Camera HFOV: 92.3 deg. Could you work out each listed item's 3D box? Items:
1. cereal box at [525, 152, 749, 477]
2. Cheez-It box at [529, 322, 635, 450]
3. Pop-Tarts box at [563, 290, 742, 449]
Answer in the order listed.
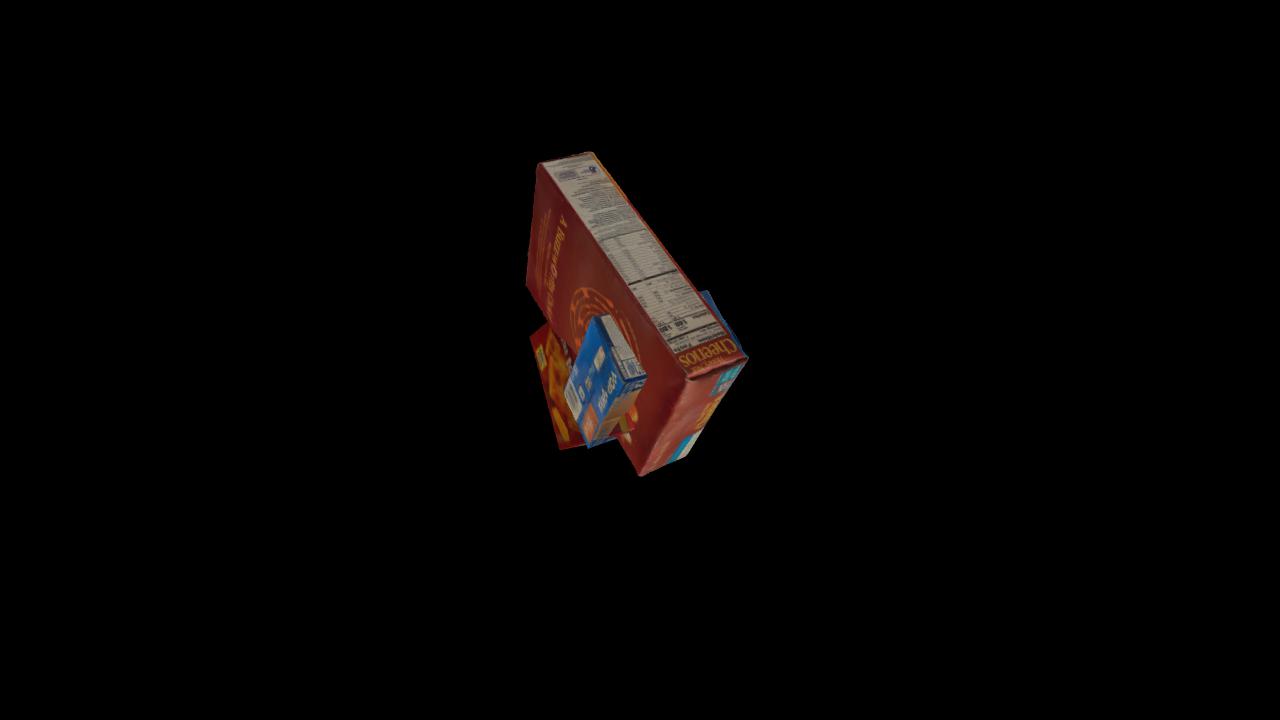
[{"bbox_3d":[-0.025,-0.049,0.678,0.081,0.306,0.203,-21,-27,-27],"label":"cereal box"},{"bbox_3d":[-0.054,0.016,0.757,0.071,0.166,0.223,-12,-7,-30],"label":"Cheez-It box"},{"bbox_3d":[0.006,0.014,0.679,0.141,0.083,0.167,-16,-23,-26],"label":"Pop-Tarts box"}]
